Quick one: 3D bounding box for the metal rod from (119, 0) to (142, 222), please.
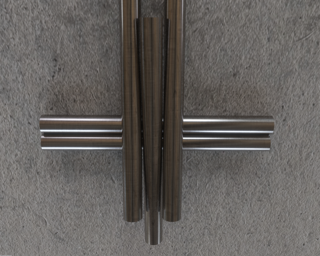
[{"bbox_3d":[-0.035,-0.027,0.378,0.025,0.025,0.298,0,102,-1],"label":"metal rod"}]

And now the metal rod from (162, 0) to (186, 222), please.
[{"bbox_3d":[0.017,-0.028,0.378,0.025,0.025,0.298,0,102,-1],"label":"metal rod"}]

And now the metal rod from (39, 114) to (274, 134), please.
[{"bbox_3d":[-0.003,-0.005,0.410,0.302,0.025,0.025,0,110,-1],"label":"metal rod"}]

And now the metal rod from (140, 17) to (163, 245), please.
[{"bbox_3d":[-0.009,0.018,0.390,0.025,0.025,0.298,0,110,0],"label":"metal rod"}]

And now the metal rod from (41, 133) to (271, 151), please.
[{"bbox_3d":[-0.005,0.019,0.419,0.302,0.025,0.025,0,110,-1],"label":"metal rod"}]
